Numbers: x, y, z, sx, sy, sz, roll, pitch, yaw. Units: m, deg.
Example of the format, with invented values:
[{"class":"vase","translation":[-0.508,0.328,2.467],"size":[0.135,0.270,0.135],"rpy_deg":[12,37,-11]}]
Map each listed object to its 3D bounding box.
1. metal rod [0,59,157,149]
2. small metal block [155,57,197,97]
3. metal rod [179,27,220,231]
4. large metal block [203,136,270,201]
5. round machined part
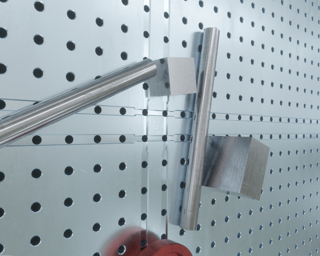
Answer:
[{"class":"metal rod","translation":[-0.117,-0.013,0.311],"size":[0.302,0.025,0.025],"rpy_deg":[-32,110,-36]},{"class":"small metal block","translation":[0.023,-0.071,0.430],"size":[0.050,0.025,0.050],"rpy_deg":[-10,97,-40]},{"class":"metal rod","translation":[0.060,-0.003,0.461],"size":[0.025,0.025,0.298],"rpy_deg":[13,82,-40]},{"class":"large metal block","translation":[0.110,0.058,0.468],"size":[0.050,0.080,0.080],"rpy_deg":[26,73,-37]},{"class":"round machined part","translation":[-0.003,0.193,0.398],"size":[0.099,0.042,0.097],"rpy_deg":[0,90,-40]}]
